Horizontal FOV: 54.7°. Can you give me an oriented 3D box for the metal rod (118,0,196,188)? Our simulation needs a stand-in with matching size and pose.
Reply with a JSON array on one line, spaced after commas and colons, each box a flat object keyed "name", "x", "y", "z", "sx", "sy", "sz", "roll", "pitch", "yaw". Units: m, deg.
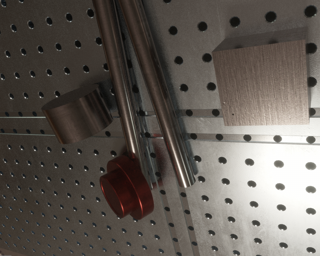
[{"name": "metal rod", "x": -0.005, "y": -0.054, "z": 0.378, "sx": 0.025, "sy": 0.025, "sz": 0.298, "roll": -4, "pitch": 117, "yaw": 30}]

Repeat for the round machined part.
[{"name": "round machined part", "x": -0.054, "y": 0.093, "z": 0.458, "sx": 0.098, "sy": 0.042, "sz": 0.097, "roll": 39, "pitch": 143, "yaw": 38}]

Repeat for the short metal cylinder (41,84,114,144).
[{"name": "short metal cylinder", "x": -0.110, "y": -0.020, "z": 0.419, "sx": 0.080, "sy": 0.080, "sz": 0.050, "roll": -7, "pitch": 115, "yaw": 31}]

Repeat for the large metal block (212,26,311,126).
[{"name": "large metal block", "x": 0.104, "y": -0.049, "z": 0.309, "sx": 0.080, "sy": 0.050, "sz": 0.080, "roll": -1, "pitch": 118, "yaw": 28}]

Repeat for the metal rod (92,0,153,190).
[{"name": "metal rod", "x": -0.046, "y": -0.037, "z": 0.410, "sx": 0.025, "sy": 0.025, "sz": 0.298, "roll": 5, "pitch": 121, "yaw": 25}]
